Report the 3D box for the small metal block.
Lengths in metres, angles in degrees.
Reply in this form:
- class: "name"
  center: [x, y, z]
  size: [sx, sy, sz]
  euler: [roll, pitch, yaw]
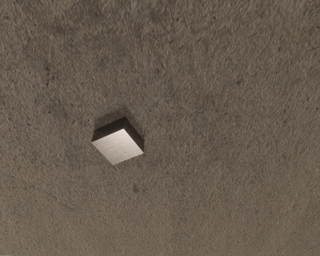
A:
- class: "small metal block"
  center: [-0.056, 0.018, 0.422]
  size: [0.050, 0.025, 0.050]
  euler: [-23, 127, 18]
